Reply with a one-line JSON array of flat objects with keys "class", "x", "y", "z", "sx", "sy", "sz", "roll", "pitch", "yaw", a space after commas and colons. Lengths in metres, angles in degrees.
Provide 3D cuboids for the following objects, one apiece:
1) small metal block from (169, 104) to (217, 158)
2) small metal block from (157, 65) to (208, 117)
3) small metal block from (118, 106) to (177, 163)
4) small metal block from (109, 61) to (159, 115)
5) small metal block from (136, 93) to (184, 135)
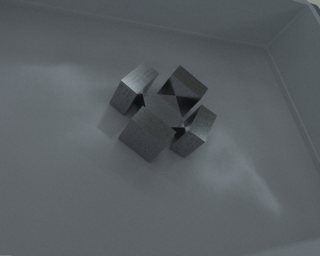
[{"class": "small metal block", "x": 0.044, "y": 0.005, "z": 0.407, "sx": 0.025, "sy": 0.050, "sz": 0.050, "roll": 36, "pitch": 50, "yaw": -6}, {"class": "small metal block", "x": 0.030, "y": -0.051, "z": 0.433, "sx": 0.050, "sy": 0.050, "sz": 0.025, "roll": 39, "pitch": 50, "yaw": -3}, {"class": "small metal block", "x": -0.016, "y": 0.009, "z": 0.373, "sx": 0.050, "sy": 0.050, "sz": 0.025, "roll": 39, "pitch": 52, "yaw": -2}, {"class": "small metal block", "x": -0.034, "y": -0.051, "z": 0.400, "sx": 0.025, "sy": 0.050, "sz": 0.050, "roll": 41, "pitch": 52, "yaw": 0}, {"class": "small metal block", "x": 0.000, "y": -0.017, "z": 0.413, "sx": 0.050, "sy": 0.025, "sz": 0.050, "roll": 1, "pitch": 61, "yaw": -28}]
